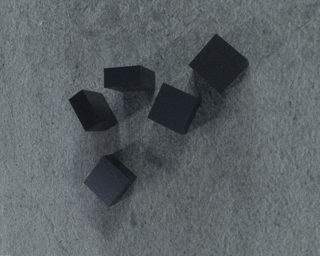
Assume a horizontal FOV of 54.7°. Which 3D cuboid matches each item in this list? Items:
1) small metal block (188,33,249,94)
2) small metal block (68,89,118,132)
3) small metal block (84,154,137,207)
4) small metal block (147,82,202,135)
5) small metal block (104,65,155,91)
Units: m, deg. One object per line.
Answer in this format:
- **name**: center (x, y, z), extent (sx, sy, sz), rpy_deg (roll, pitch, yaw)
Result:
- **small metal block**: center (0.073, -0.079, 0.383), extent (0.050, 0.025, 0.050), rpy_deg (45, 104, 14)
- **small metal block**: center (-0.091, -0.023, 0.426), extent (0.025, 0.050, 0.050), rpy_deg (-33, 80, 17)
- **small metal block**: center (-0.069, 0.072, 0.432), extent (0.050, 0.025, 0.050), rpy_deg (40, 102, 15)
- **small metal block**: center (0.019, -0.025, 0.402), extent (0.050, 0.025, 0.050), rpy_deg (27, 99, 17)
- **small metal block**: center (-0.039, -0.064, 0.408), extent (0.050, 0.050, 0.025), rpy_deg (-1, 90, 19)
